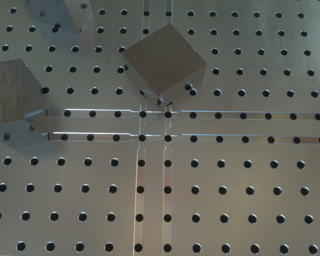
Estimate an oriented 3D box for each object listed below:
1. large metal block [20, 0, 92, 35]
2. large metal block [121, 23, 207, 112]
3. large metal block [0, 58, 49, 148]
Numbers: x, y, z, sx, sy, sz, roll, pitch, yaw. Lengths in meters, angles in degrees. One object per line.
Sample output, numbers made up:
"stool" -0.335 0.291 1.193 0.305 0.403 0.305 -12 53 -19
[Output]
"large metal block" -0.155 -0.192 0.451 0.080 0.080 0.050 20 71 7
"large metal block" 0.005 -0.084 0.429 0.080 0.050 0.080 -35 74 -12
"large metal block" -0.182 -0.028 0.391 0.050 0.080 0.080 -11 71 -4
